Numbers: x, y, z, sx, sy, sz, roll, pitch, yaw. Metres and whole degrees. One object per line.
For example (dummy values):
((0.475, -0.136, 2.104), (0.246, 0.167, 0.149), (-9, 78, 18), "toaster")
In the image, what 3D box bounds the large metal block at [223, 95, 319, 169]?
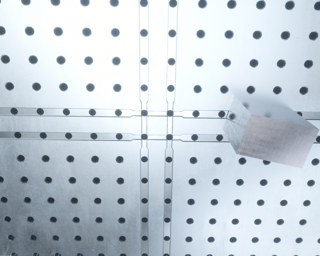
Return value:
((0.132, 0.002, 0.386), (0.080, 0.080, 0.050), (13, 110, -5), "large metal block")
